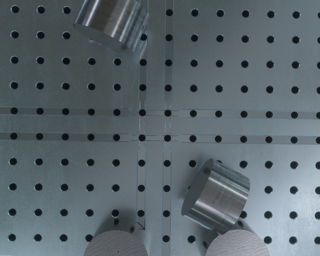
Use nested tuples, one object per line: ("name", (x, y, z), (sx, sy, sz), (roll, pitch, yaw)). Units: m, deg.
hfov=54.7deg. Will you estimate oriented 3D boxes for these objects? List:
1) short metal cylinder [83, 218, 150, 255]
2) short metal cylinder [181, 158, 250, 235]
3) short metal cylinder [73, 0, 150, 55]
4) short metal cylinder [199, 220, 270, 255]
("short metal cylinder", (-0.054, 0.163, 0.400), (0.081, 0.050, 0.079), (0, 90, -1))
("short metal cylinder", (0.068, 0.085, 0.387), (0.050, 0.080, 0.080), (29, 90, -1))
("short metal cylinder", (-0.060, -0.132, 0.385), (0.080, 0.080, 0.050), (23, 90, -1))
("short metal cylinder", (0.095, 0.163, 0.402), (0.081, 0.050, 0.079), (0, 90, -1))
